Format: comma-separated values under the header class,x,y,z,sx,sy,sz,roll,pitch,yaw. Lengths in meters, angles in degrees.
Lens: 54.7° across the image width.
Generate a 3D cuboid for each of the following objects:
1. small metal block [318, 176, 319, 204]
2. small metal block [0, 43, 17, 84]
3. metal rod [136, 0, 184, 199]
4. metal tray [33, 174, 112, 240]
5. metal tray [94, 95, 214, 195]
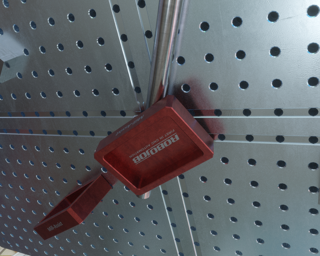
class,x,y,z,sx,sy,sz,roll,pitch,yaw
small metal block,0.204,0.061,0.341,0.050,0.025,0.050,5,121,26
small metal block,-0.256,-0.105,0.482,0.050,0.025,0.050,40,129,0
metal rod,-0.007,-0.018,0.403,0.025,0.025,0.298,21,126,16
metal tray,-0.150,0.137,0.533,0.130,0.090,0.030,-33,100,38
metal tray,-0.008,0.027,0.399,0.130,0.030,0.090,-33,114,26
